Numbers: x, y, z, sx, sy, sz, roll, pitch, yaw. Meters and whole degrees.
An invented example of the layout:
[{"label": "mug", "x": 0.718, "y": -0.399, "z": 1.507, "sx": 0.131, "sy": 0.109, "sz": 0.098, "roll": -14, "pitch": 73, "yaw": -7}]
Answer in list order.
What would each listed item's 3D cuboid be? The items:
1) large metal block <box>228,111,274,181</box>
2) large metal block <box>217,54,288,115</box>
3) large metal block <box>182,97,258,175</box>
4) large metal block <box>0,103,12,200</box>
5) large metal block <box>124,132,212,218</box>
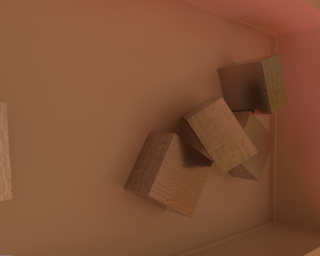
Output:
[{"label": "large metal block", "x": 0.133, "y": 0.029, "z": 0.501, "sx": 0.080, "sy": 0.050, "sz": 0.080, "roll": 40, "pitch": 66, "yaw": -33}, {"label": "large metal block", "x": 0.147, "y": -0.067, "z": 0.493, "sx": 0.050, "sy": 0.080, "sz": 0.080, "roll": -25, "pitch": 106, "yaw": -37}, {"label": "large metal block", "x": 0.075, "y": 0.006, "z": 0.412, "sx": 0.050, "sy": 0.080, "sz": 0.080, "roll": -33, "pitch": 95, "yaw": 3}, {"label": "large metal block", "x": -0.171, "y": 0.021, "z": 0.247, "sx": 0.081, "sy": 0.050, "sz": 0.079, "roll": -4, "pitch": 93, "yaw": -40}, {"label": "large metal block", "x": 0.013, "y": 0.060, "z": 0.401, "sx": 0.080, "sy": 0.050, "sz": 0.080, "roll": 37, "pitch": 68, "yaw": -34}]
